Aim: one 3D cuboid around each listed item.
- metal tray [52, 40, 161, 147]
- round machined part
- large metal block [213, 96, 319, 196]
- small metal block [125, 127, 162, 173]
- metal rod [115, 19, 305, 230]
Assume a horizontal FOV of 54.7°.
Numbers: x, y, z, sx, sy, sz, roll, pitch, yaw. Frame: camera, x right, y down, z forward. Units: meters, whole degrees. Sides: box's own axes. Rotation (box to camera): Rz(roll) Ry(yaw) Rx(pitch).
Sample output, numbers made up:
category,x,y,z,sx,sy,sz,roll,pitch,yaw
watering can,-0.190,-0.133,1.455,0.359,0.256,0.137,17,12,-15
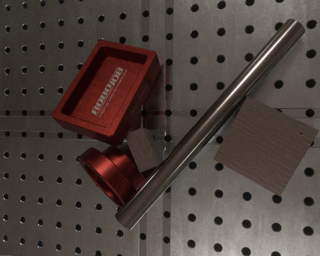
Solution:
category,x,y,z,sx,sy,sz,roll,pitch,yaw
metal tray,-0.066,-0.049,0.400,0.090,0.030,0.130,17,67,19
round machined part,-0.057,0.061,0.403,0.098,0.098,0.042,41,68,15
large metal block,0.120,0.019,0.357,0.080,0.050,0.080,29,99,17
small metal block,-0.019,0.029,0.403,0.025,0.050,0.050,-24,82,6
metal rod,0.058,-0.005,0.356,0.025,0.025,0.300,41,89,15
